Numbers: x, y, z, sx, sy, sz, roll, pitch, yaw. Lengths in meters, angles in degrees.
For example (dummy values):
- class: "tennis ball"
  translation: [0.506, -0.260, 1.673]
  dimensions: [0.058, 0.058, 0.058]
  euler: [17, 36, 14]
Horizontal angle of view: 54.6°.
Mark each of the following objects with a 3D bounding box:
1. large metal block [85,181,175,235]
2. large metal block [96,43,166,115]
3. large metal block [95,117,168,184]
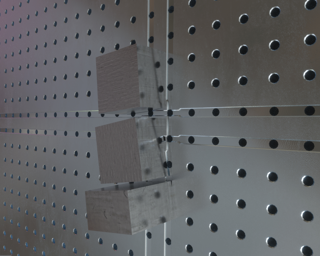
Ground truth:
- class: "large metal block"
  translation: [-0.039, 0.101, 0.407]
  dimensions: [0.080, 0.081, 0.050]
  euler: [-11, 83, 39]
- class: "large metal block"
  translation: [-0.041, -0.063, 0.428]
  dimensions: [0.080, 0.050, 0.080]
  euler: [-6, 86, 40]
- class: "large metal block"
  translation: [-0.040, 0.032, 0.428]
  dimensions: [0.080, 0.050, 0.080]
  euler: [-12, 83, 39]
